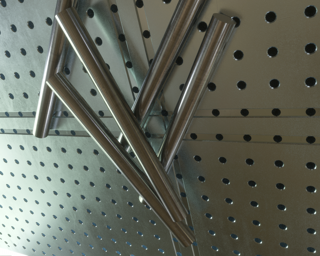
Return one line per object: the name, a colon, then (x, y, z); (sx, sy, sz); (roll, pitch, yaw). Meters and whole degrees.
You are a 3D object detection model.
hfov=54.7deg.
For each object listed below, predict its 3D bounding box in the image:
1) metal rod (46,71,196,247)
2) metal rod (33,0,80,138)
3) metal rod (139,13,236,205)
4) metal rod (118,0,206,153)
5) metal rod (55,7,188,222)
metal rod: (-0.049, 0.049, 0.431); (0.025, 0.025, 0.300); (-31, 101, 37)
metal rod: (-0.143, -0.094, 0.426); (0.025, 0.025, 0.298); (34, 129, 6)
metal rod: (0.022, 0.001, 0.399); (0.025, 0.025, 0.298); (29, 128, 10)
metal rod: (-0.005, -0.060, 0.375); (0.025, 0.025, 0.298); (33, 129, 6)
metal rod: (-0.041, -0.006, 0.393); (0.025, 0.025, 0.299); (-19, 107, 35)
